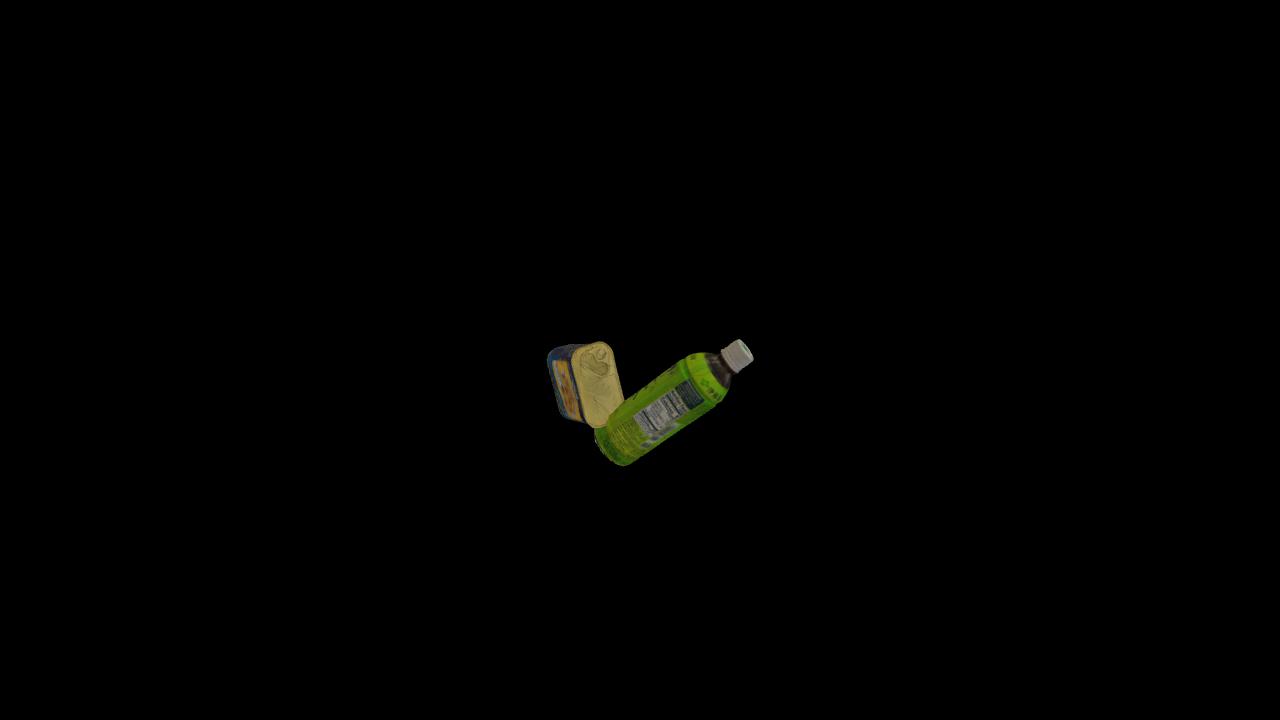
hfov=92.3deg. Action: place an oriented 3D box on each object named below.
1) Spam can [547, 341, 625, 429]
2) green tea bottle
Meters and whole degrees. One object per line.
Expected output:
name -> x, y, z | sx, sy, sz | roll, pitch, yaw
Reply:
Spam can -> -0.070, 0.029, 0.770 | 0.058, 0.101, 0.085 | -17, 9, -30
green tea bottle -> 0.042, 0.048, 0.733 | 0.212, 0.073, 0.073 | -35, -14, 21
